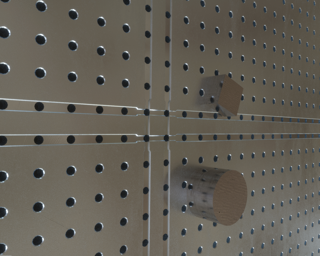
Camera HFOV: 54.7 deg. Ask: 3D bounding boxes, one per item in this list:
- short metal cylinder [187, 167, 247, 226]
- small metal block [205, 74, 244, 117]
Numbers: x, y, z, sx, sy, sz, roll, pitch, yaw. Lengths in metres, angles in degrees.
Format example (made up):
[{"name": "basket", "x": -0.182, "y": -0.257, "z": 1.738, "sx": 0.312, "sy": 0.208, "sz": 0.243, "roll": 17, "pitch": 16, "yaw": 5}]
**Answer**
[{"name": "short metal cylinder", "x": 0.086, "y": 0.100, "z": 0.466, "sx": 0.081, "sy": 0.050, "sz": 0.079, "roll": 0, "pitch": 90, "yaw": -40}, {"name": "small metal block", "x": 0.104, "y": -0.051, "z": 0.496, "sx": 0.050, "sy": 0.025, "sz": 0.050, "roll": 27, "pitch": 73, "yaw": -37}]
